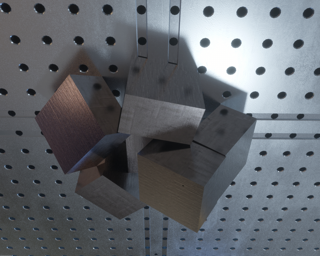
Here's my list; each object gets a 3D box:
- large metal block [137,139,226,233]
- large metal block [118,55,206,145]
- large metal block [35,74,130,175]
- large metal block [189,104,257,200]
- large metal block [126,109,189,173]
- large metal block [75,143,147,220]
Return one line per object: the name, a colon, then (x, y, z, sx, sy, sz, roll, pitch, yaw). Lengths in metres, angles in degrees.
large metal block: (0.023, 0.060, 0.355, 0.080, 0.050, 0.080, 23, 134, 25)
large metal block: (0.001, -0.033, 0.348, 0.080, 0.080, 0.050, 10, 129, -8)
large metal block: (-0.089, -0.005, 0.362, 0.080, 0.080, 0.050, -41, 163, 29)
large metal block: (0.074, 0.030, 0.390, 0.050, 0.080, 0.080, 26, 136, 28)
large metal block: (-0.001, 0.014, 0.407, 0.080, 0.050, 0.080, 1, 130, -1)
large metal block: (-0.062, 0.066, 0.429, 0.050, 0.080, 0.080, -33, 123, 24)
